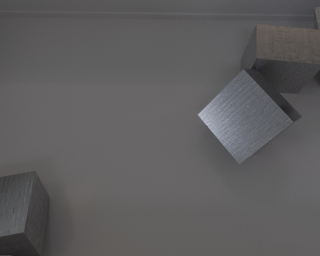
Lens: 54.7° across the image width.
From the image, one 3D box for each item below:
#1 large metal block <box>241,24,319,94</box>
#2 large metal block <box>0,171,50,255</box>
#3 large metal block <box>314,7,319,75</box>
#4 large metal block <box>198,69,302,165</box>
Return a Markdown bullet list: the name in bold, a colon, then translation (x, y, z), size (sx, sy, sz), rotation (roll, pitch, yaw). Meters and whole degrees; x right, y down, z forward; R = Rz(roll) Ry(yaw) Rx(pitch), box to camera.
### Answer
- **large metal block**: translation (0.158, -0.089, 0.414), size (0.080, 0.080, 0.050), rotation (6, 70, 2)
- **large metal block**: translation (-0.175, 0.100, 0.341), size (0.081, 0.050, 0.080), rotation (-10, 41, -4)
- **large metal block**: translation (0.240, -0.110, 0.415), size (0.050, 0.080, 0.080), rotation (-8, 68, 23)
- **large metal block**: translation (0.109, -0.015, 0.380), size (0.080, 0.050, 0.080), rotation (52, 121, 16)
